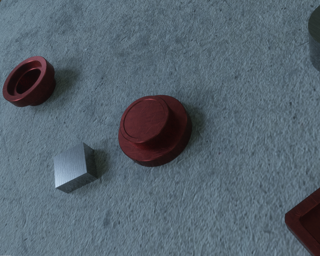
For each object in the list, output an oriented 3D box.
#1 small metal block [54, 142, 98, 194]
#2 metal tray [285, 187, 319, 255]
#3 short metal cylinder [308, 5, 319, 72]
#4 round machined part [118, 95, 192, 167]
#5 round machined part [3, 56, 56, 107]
[{"bbox_3d":[-0.118,0.055,0.430,0.050,0.025,0.050,-27,53,11],"label":"small metal block"},{"bbox_3d":[0.186,0.074,0.257,0.130,0.030,0.090,-38,51,2],"label":"metal tray"},{"bbox_3d":[0.208,-0.101,0.341,0.080,0.050,0.080,-13,56,20],"label":"short metal cylinder"},{"bbox_3d":[-0.012,-0.003,0.400,0.098,0.042,0.098,-13,56,20],"label":"round machined part"},{"bbox_3d":[-0.229,-0.078,0.558,0.098,0.042,0.098,-13,56,20],"label":"round machined part"}]
